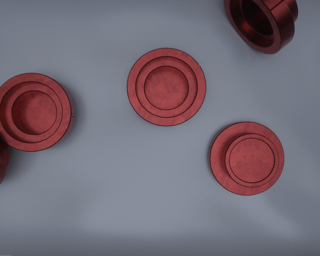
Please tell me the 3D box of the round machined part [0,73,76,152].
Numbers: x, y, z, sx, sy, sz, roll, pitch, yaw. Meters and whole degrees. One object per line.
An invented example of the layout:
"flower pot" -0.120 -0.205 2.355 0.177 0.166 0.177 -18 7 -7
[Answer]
"round machined part" -0.158 -0.019 0.401 0.099 0.042 0.097 0 90 -1

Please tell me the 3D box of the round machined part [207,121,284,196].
"round machined part" 0.114 0.040 0.405 0.099 0.042 0.097 0 90 -1

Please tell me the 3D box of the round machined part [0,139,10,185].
"round machined part" -0.231 0.034 0.388 0.098 0.042 0.097 5 107 18

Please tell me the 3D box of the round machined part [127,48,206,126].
"round machined part" 0.008 -0.051 0.403 0.099 0.042 0.097 0 90 -1

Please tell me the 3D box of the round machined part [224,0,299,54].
"round machined part" 0.126 -0.142 0.376 0.042 0.098 0.098 -40 91 -2
